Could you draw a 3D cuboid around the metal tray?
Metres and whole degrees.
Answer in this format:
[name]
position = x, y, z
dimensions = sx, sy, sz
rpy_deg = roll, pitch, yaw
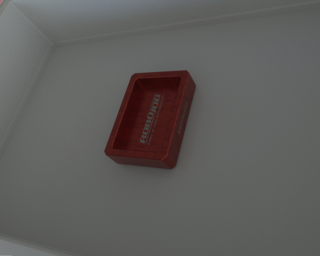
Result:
[metal tray]
position = -0.011, -0.014, 0.412
dimensions = 0.090, 0.030, 0.130
rpy_deg = 2, 62, 28
